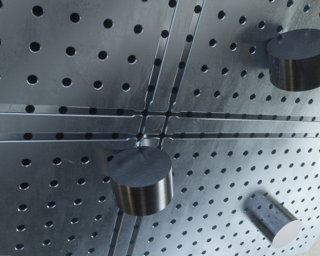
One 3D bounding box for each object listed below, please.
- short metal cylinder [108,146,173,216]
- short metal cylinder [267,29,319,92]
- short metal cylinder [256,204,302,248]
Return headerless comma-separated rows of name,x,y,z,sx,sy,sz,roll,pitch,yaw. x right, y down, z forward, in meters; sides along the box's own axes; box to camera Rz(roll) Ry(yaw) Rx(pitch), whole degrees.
short metal cylinder,-0.024,0.067,0.406,0.081,0.080,0.050,-17,126,-19
short metal cylinder,0.191,-0.094,0.424,0.080,0.080,0.050,-30,129,-10
short metal cylinder,0.258,0.213,0.672,0.081,0.050,0.079,-14,125,-21
